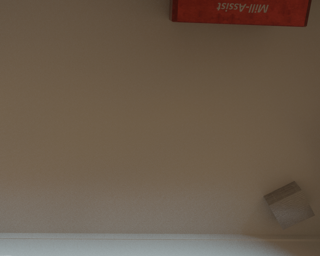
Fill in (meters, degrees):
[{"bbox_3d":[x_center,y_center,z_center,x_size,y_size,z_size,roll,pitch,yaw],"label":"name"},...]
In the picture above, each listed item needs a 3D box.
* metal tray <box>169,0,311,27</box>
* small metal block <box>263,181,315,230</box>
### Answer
[{"bbox_3d":[0.077,-0.127,0.330,0.131,0.090,0.030,2,110,-1],"label":"metal tray"},{"bbox_3d":[0.190,0.114,0.456,0.050,0.025,0.050,-30,108,10],"label":"small metal block"}]
